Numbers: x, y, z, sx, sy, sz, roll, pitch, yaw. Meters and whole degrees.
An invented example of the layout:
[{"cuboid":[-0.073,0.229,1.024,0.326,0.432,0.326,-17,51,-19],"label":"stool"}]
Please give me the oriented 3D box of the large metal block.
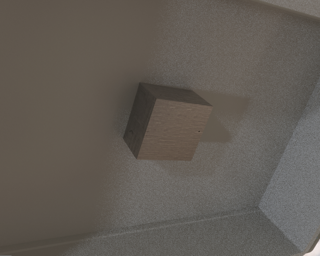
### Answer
[{"cuboid":[0.008,-0.006,0.392,0.081,0.050,0.079,5,116,-31],"label":"large metal block"}]
